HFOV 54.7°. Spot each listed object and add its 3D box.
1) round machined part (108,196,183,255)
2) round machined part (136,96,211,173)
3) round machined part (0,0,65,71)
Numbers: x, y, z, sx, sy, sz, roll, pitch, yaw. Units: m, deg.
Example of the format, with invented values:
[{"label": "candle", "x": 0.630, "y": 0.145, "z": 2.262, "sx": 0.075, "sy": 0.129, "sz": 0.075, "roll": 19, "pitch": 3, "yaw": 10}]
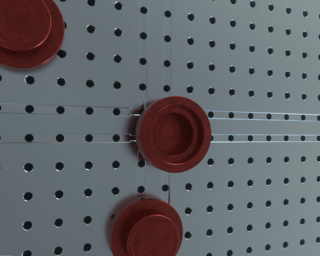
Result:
[{"label": "round machined part", "x": -0.014, "y": 0.140, "z": 0.400, "sx": 0.099, "sy": 0.042, "sz": 0.097, "roll": 0, "pitch": 90, "yaw": -21}, {"label": "round machined part", "x": 0.015, "y": 0.008, "z": 0.410, "sx": 0.099, "sy": 0.042, "sz": 0.097, "roll": 0, "pitch": 90, "yaw": -21}, {"label": "round machined part", "x": -0.158, "y": -0.115, "z": 0.345, "sx": 0.099, "sy": 0.042, "sz": 0.097, "roll": 0, "pitch": 90, "yaw": -21}]
